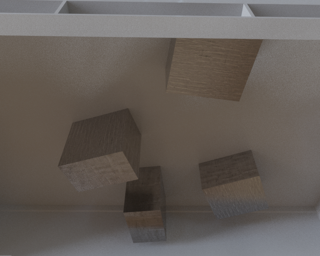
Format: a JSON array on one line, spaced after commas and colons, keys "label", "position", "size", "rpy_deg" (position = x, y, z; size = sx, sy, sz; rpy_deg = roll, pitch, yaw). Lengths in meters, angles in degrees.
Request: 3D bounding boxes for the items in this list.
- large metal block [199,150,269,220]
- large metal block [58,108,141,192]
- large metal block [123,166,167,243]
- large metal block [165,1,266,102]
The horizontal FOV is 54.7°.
[{"label": "large metal block", "position": [0.111, 0.087, 0.468], "size": [0.080, 0.050, 0.080], "rpy_deg": [-17, 128, 14]}, {"label": "large metal block", "position": [-0.072, 0.027, 0.395], "size": [0.080, 0.080, 0.050], "rpy_deg": [-14, 129, 11]}, {"label": "large metal block", "position": [-0.020, 0.116, 0.471], "size": [0.050, 0.080, 0.080], "rpy_deg": [-5, 130, 4]}, {"label": "large metal block", "position": [0.052, -0.079, 0.326], "size": [0.081, 0.050, 0.079], "rpy_deg": [6, 130, -6]}]
